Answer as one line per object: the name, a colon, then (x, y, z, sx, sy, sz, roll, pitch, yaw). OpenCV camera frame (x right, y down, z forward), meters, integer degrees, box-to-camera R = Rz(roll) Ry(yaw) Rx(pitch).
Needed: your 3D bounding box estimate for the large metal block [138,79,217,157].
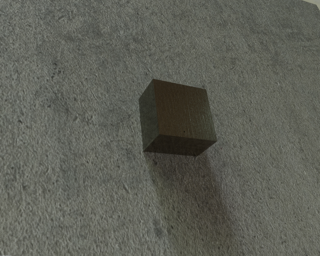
large metal block: (0.021, -0.011, 0.409, 0.081, 0.050, 0.080, 8, 58, -25)
